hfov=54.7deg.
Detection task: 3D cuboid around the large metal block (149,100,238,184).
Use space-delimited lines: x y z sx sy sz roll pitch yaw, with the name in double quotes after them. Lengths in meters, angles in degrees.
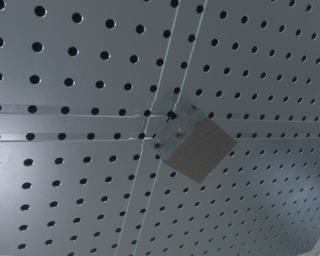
0.047 0.021 0.433 0.080 0.050 0.080 -50 129 7 "large metal block"
